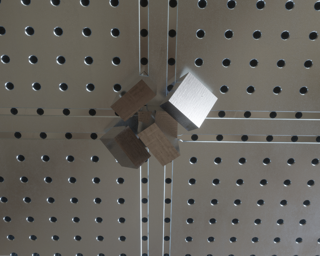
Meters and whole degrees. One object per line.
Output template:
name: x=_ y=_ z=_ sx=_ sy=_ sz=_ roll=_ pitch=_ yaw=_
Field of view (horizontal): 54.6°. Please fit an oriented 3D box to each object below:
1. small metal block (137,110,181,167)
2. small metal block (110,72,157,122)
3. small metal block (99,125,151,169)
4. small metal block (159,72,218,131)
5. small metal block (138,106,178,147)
small metal block: x=-0.001 y=0.011 z=0.377 sx=0.025 sy=0.050 sz=0.050 roll=-35 pitch=107 yaw=11
small metal block: x=-0.031 y=-0.040 z=0.385 sx=0.050 sy=0.050 sz=0.025 roll=-39 pitch=106 yaw=13
small metal block: x=-0.046 y=0.025 z=0.406 sx=0.025 sy=0.050 sz=0.050 roll=-43 pitch=109 yaw=-25
small metal block: x=0.036 y=-0.032 z=0.387 sx=0.050 sy=0.025 sz=0.050 roll=41 pitch=65 yaw=-13
small metal block: x=-0.003 y=-0.002 z=0.412 sx=0.050 sy=0.025 sz=0.050 roll=0 pitch=110 yaw=-2
